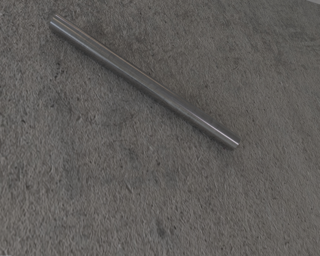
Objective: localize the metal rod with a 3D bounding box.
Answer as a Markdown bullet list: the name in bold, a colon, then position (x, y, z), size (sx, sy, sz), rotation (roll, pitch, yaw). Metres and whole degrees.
- **metal rod**: position (-0.016, -0.060, 0.430), size (0.301, 0.025, 0.025), rotation (33, 51, -6)
